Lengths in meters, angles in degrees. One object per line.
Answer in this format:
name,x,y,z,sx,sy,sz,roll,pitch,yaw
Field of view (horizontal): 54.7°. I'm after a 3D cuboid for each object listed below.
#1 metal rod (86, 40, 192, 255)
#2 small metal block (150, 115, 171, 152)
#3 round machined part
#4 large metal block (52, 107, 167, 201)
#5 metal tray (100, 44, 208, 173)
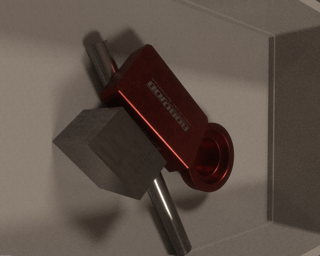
metal rod,-0.019,0.038,0.392,0.025,0.025,0.298,-34,111,-35
small metal block,0.007,0.007,0.396,0.050,0.025,0.050,31,60,-69
round machined part,0.061,0.041,0.449,0.099,0.042,0.097,0,90,-40
large metal block,-0.053,0.025,0.328,0.050,0.080,0.080,-52,121,-27
metal tray,0.001,-0.022,0.365,0.130,0.030,0.090,49,45,-24
